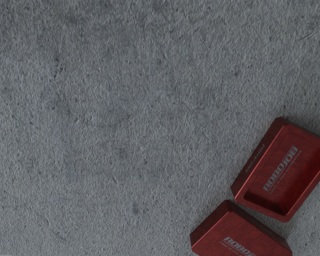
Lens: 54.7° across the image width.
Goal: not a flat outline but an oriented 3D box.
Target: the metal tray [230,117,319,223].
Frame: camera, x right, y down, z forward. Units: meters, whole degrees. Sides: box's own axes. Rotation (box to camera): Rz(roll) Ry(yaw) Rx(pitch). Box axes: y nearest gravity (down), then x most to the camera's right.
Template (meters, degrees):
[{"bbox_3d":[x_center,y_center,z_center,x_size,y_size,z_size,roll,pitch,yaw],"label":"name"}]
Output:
[{"bbox_3d":[0.170,0.060,0.430,0.090,0.030,0.129,25,108,-9],"label":"metal tray"}]

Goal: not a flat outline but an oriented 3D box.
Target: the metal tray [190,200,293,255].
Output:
[{"bbox_3d":[0.123,0.180,0.474,0.130,0.030,0.090,36,106,-13],"label":"metal tray"}]
